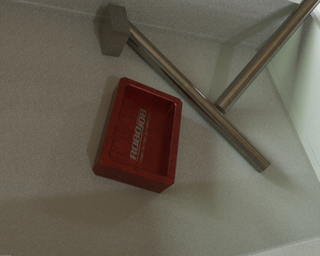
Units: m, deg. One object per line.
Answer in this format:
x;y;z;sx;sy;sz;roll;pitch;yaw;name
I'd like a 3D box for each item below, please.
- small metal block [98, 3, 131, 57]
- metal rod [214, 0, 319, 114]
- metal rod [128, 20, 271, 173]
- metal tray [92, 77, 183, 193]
-0.066;-0.138;0.439;0.025;0.050;0.050;2;61;-28;small metal block
0.189;-0.139;0.507;0.025;0.025;0.300;42;79;0;metal rod
0.049;-0.049;0.463;0.300;0.025;0.025;45;51;3;metal rod
-0.023;0.006;0.387;0.091;0.030;0.130;20;54;-17;metal tray
